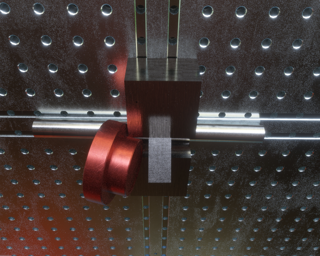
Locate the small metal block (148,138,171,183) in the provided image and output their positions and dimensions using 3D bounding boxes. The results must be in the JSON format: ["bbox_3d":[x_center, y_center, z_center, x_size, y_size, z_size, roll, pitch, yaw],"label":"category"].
[{"bbox_3d":[0.000,0.037,0.369,0.025,0.050,0.050,1,86,-1],"label":"small metal block"}]

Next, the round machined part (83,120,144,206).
[{"bbox_3d":[-0.049,0.042,0.361,0.042,0.098,0.097,13,131,8],"label":"round machined part"}]

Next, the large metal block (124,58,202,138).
[{"bbox_3d":[0.003,-0.035,0.366,0.081,0.050,0.079,0,130,-1],"label":"large metal block"}]

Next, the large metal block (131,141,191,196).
[{"bbox_3d":[-0.001,0.052,0.440,0.081,0.050,0.079,1,130,-1],"label":"large metal block"}]

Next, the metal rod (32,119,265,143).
[{"bbox_3d":[-0.013,0.004,0.415,0.302,0.025,0.025,1,130,-2],"label":"metal rod"}]
